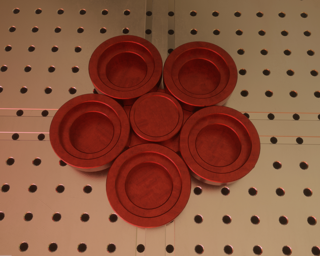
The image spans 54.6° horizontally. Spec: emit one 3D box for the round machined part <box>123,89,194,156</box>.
[{"bbox_3d":[-0.004,-0.008,0.405,0.099,0.042,0.098,0,70,0],"label":"round machined part"}]

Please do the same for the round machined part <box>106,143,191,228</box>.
[{"bbox_3d":[-0.013,0.071,0.376,0.099,0.042,0.098,0,70,0],"label":"round machined part"}]

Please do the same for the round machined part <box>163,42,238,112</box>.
[{"bbox_3d":[0.053,-0.066,0.427,0.099,0.042,0.098,0,70,0],"label":"round machined part"}]

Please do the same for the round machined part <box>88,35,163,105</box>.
[{"bbox_3d":[-0.046,-0.076,0.430,0.099,0.042,0.098,0,70,0],"label":"round machined part"}]

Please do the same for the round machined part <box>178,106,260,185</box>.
[{"bbox_3d":[0.072,0.024,0.394,0.099,0.042,0.098,0,70,0],"label":"round machined part"}]

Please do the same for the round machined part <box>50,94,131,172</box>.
[{"bbox_3d":[-0.086,0.008,0.399,0.099,0.042,0.098,0,70,0],"label":"round machined part"}]
